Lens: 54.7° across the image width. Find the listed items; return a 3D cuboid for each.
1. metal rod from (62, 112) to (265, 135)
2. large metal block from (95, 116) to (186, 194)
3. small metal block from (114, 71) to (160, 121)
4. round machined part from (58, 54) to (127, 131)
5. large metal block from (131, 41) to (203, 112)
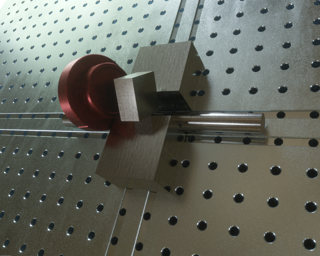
[{"bbox_3d":[-0.015,-0.010,0.422,0.300,0.025,0.025,2,63,29],"label":"metal rod"},{"bbox_3d":[-0.022,0.031,0.385,0.080,0.050,0.080,1,62,29],"label":"large metal block"},{"bbox_3d":[-0.027,-0.039,0.374,0.025,0.050,0.050,1,18,29],"label":"small metal block"},{"bbox_3d":[-0.073,-0.045,0.390,0.042,0.098,0.098,-4,59,43],"label":"round machined part"},{"bbox_3d":[0.008,-0.069,0.431,0.080,0.050,0.080,1,62,28],"label":"large metal block"}]
